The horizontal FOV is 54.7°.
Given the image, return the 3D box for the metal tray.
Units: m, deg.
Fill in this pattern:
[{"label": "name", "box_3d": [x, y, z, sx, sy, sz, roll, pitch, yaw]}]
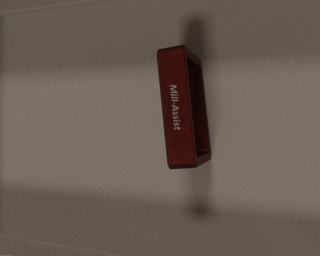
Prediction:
[{"label": "metal tray", "box_3d": [0.031, -0.022, 0.364, 0.030, 0.090, 0.129, -6, 88, 20]}]
